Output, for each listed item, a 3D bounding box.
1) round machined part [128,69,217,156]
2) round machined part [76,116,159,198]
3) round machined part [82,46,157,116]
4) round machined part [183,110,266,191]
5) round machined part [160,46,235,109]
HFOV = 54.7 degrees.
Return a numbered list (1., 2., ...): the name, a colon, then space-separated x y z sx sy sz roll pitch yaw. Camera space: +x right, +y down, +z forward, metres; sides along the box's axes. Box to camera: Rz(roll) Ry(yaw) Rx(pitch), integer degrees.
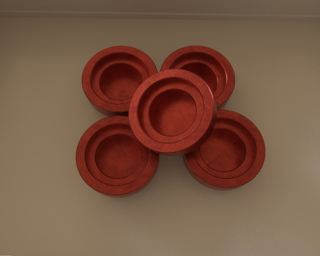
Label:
1. round machined part: 0.017 -0.015 0.359 0.098 0.042 0.098 -5 74 17
2. round machined part: -0.050 0.037 0.385 0.099 0.042 0.098 0 70 -1
3. round machined part: -0.052 -0.058 0.419 0.099 0.042 0.098 0 70 -1
4. round machined part: 0.077 0.030 0.389 0.099 0.042 0.098 0 70 -1
5. round machined part: 0.048 -0.059 0.421 0.099 0.042 0.098 0 70 -1
